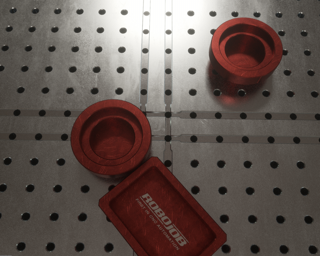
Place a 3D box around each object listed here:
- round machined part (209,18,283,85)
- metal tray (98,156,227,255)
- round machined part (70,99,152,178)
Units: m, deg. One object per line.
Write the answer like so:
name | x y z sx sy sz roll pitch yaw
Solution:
round machined part | 0.119 -0.105 0.442 0.099 0.042 0.098 0 70 -1
metal tray | 0.002 0.110 0.368 0.090 0.030 0.130 -39 75 -13
round machined part | -0.060 0.016 0.396 0.099 0.042 0.098 0 70 -1
